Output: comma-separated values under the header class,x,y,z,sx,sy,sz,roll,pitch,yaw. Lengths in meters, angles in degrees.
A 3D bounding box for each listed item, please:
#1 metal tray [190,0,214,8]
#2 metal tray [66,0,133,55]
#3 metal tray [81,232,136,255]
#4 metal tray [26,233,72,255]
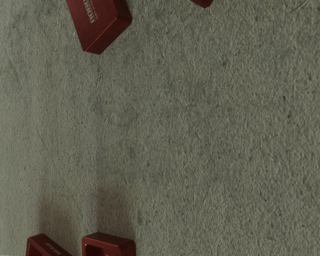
class,x,y,z,sx,sy,sz,roll,pitch,yaw
metal tray,0.054,-0.220,0.356,0.090,0.030,0.129,49,119,29
metal tray,-0.101,-0.194,0.485,0.090,0.030,0.130,-33,70,35
metal tray,-0.076,0.231,0.464,0.090,0.030,0.129,-5,87,40
metal tray,-0.201,0.263,0.567,0.130,0.030,0.089,14,99,39
